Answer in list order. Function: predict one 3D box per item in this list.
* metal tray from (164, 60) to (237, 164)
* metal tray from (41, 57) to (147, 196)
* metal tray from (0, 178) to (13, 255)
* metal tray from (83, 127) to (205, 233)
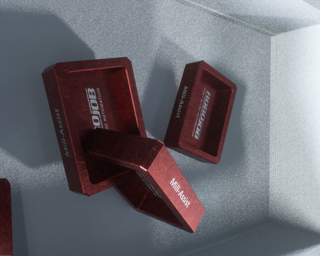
[{"bbox_3d":[0.063,-0.021,0.455,0.090,0.030,0.130,26,74,-37],"label":"metal tray"},{"bbox_3d":[-0.062,-0.005,0.328,0.091,0.030,0.129,-17,99,-42],"label":"metal tray"},{"bbox_3d":[-0.151,0.104,0.227,0.090,0.030,0.129,35,47,-74],"label":"metal tray"},{"bbox_3d":[-0.015,0.057,0.329,0.030,0.090,0.130,-57,137,-27],"label":"metal tray"}]
